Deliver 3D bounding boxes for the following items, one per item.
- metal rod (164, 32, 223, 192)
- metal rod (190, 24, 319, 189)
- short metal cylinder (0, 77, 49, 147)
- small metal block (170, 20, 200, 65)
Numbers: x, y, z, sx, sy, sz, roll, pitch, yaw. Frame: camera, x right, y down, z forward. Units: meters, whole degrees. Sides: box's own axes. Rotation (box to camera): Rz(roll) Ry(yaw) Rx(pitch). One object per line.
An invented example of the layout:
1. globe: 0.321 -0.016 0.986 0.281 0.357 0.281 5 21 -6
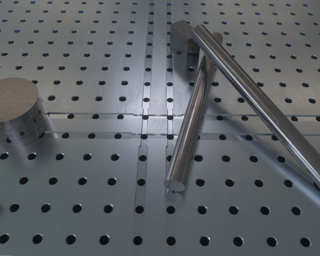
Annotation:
1. metal rod: 0.057 -0.045 0.445 0.025 0.025 0.300 12 51 10
2. metal rod: 0.131 -0.033 0.405 0.025 0.025 0.299 -24 63 -19
3. short metal cylinder: -0.194 -0.021 0.408 0.081 0.050 0.080 0 50 0
4. small metal block: 0.041 -0.141 0.510 0.025 0.050 0.050 -26 55 -20
